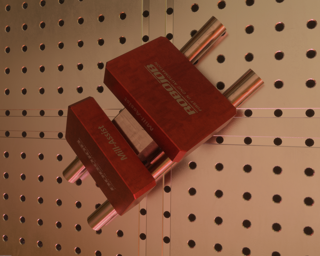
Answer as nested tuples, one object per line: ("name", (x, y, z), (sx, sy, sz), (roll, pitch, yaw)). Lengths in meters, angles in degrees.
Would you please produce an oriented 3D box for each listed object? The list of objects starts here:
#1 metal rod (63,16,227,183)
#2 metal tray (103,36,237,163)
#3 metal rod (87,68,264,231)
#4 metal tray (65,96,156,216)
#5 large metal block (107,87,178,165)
("metal rod", (-0.030, -0.030, 0.422), (0.299, 0.025, 0.025), (-44, 77, 14))
("metal tray", (0.010, -0.037, 0.350), (0.091, 0.030, 0.130), (-34, 75, -29))
("metal rod", (0.011, 0.037, 0.408), (0.299, 0.025, 0.025), (-43, 77, 14))
("metal tray", (-0.066, 0.037, 0.377), (0.130, 0.030, 0.090), (52, 149, 12))
("large metal block", (-0.013, -0.002, 0.386), (0.080, 0.080, 0.050), (-44, 77, 14))
